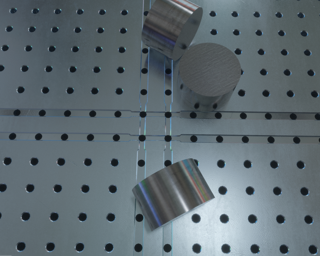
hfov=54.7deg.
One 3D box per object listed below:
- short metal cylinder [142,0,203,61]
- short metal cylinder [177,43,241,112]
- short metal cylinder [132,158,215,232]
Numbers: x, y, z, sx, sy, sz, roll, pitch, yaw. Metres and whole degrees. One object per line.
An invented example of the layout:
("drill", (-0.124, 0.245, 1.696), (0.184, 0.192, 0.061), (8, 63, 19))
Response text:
("short metal cylinder", (0.018, -0.142, 0.435), (0.050, 0.080, 0.080), (32, 73, 10))
("short metal cylinder", (0.065, -0.069, 0.424), (0.081, 0.050, 0.080), (0, 70, 0))
("short metal cylinder", (0.015, 0.076, 0.355), (0.080, 0.080, 0.050), (-25, 72, -9))
